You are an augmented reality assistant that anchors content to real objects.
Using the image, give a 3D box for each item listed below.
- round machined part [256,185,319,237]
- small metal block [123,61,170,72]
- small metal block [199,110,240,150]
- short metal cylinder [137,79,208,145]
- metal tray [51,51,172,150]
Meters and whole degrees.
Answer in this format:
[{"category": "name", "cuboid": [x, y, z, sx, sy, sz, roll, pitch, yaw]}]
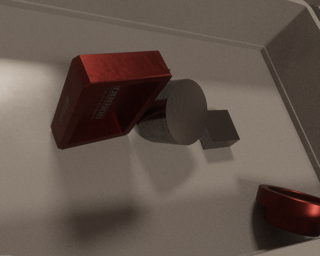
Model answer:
[{"category": "round machined part", "cuboid": [0.174, 0.107, 0.401, 0.099, 0.098, 0.042, 13, 90, -22]}, {"category": "small metal block", "cuboid": [-0.022, -0.067, 0.421, 0.050, 0.025, 0.050, 25, 43, 31]}, {"category": "small metal block", "cuboid": [0.081, 0.002, 0.450, 0.050, 0.025, 0.050, -4, 64, -30]}, {"category": "short metal cylinder", "cuboid": [0.016, -0.020, 0.388, 0.081, 0.050, 0.079, -3, 94, -47]}, {"category": "metal tray", "cuboid": [-0.056, -0.026, 0.325, 0.091, 0.129, 0.030, -13, 69, -34]}]
